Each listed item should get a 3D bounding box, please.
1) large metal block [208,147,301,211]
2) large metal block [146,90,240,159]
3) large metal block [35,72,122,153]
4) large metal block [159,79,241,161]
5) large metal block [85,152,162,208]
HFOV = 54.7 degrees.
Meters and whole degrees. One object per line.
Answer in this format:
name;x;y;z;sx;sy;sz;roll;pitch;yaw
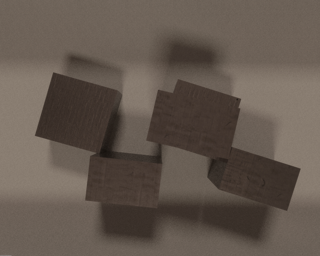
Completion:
large metal block;0.111;0.057;0.385;0.080;0.080;0.050;18;90;-1
large metal block;0.032;-0.004;0.334;0.080;0.080;0.050;13;90;0
large metal block;-0.101;-0.018;0.398;0.080;0.050;0.080;16;90;-1
large metal block;0.048;-0.010;0.400;0.080;0.050;0.080;18;90;-1
large metal block;-0.040;0.060;0.383;0.081;0.080;0.050;6;90;-1
